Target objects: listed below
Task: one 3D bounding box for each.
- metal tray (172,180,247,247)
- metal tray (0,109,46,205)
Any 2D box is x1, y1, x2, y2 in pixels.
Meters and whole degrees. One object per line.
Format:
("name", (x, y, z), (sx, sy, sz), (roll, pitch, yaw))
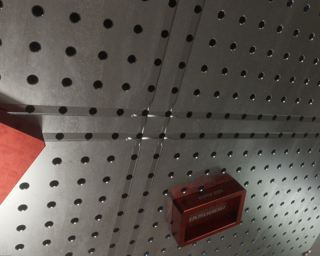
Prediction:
("metal tray", (0.087, 0.151, 0.551), (0.131, 0.030, 0.089), (-13, 124, -21))
("metal tray", (-0.197, 0.040, 0.325), (0.090, 0.030, 0.130), (33, 100, -39))
